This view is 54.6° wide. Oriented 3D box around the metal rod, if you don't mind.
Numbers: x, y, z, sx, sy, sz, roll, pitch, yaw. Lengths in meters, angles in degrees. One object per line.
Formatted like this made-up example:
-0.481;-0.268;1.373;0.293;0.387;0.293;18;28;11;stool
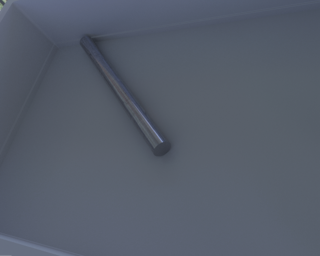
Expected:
-0.067;-0.067;0.483;0.025;0.025;0.300;-39;51;2;metal rod
